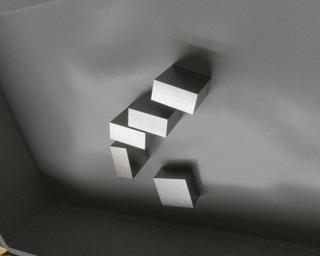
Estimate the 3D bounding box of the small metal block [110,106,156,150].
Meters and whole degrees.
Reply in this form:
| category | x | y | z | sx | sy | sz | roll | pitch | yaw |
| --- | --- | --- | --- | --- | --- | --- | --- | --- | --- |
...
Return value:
| category | x | y | z | sx | sy | sz | roll | pitch | yaw |
| --- | --- | --- | --- | --- | --- | --- | --- | --- | --- |
| small metal block | -0.031 | -0.002 | 0.408 | 0.050 | 0.050 | 0.025 | 16 | 125 | 19 |

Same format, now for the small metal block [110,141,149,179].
| category | x | y | z | sx | sy | sz | roll | pitch | yaw |
| --- | --- | --- | --- | --- | --- | --- | --- | --- | --- |
| small metal block | -0.041 | 0.035 | 0.436 | 0.025 | 0.050 | 0.050 | 5 | 121 | 25 |

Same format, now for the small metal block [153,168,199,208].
| category | x | y | z | sx | sy | sz | roll | pitch | yaw |
| --- | --- | --- | --- | --- | --- | --- | --- | --- | --- |
| small metal block | 0.024 | 0.086 | 0.449 | 0.050 | 0.025 | 0.050 | -3 | 117 | 29 |

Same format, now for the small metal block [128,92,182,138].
| category | x | y | z | sx | sy | sz | roll | pitch | yaw |
| --- | --- | --- | --- | --- | --- | --- | --- | --- | --- |
| small metal block | -0.005 | -0.018 | 0.384 | 0.050 | 0.050 | 0.025 | 17 | 125 | 18 |

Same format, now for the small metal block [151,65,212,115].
| category | x | y | z | sx | sy | sz | roll | pitch | yaw |
| --- | --- | --- | --- | --- | --- | --- | --- | --- | --- |
| small metal block | 0.025 | -0.045 | 0.351 | 0.050 | 0.050 | 0.025 | 21 | 126 | 15 |
